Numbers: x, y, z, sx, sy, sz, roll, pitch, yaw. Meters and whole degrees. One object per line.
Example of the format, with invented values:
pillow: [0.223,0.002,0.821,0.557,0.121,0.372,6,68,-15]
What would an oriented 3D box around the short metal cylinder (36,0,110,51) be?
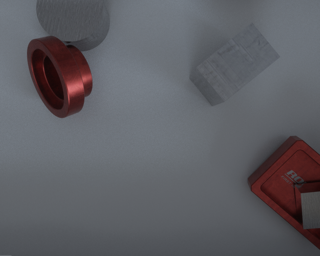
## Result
short metal cylinder: [-0.109,-0.144,0.397,0.081,0.050,0.079,0,90,-1]

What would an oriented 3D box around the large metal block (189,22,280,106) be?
large metal block: [0.087,-0.074,0.385,0.080,0.080,0.050,-39,90,0]

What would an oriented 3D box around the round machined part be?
round machined part: [-0.120,-0.065,0.383,0.042,0.098,0.098,-28,91,-36]

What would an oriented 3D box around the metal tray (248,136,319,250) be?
metal tray: [0.193,0.084,0.402,0.130,0.030,0.090,41,102,0]

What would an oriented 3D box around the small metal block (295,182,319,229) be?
small metal block: [0.202,0.097,0.390,0.050,0.025,0.050,-8,104,9]
